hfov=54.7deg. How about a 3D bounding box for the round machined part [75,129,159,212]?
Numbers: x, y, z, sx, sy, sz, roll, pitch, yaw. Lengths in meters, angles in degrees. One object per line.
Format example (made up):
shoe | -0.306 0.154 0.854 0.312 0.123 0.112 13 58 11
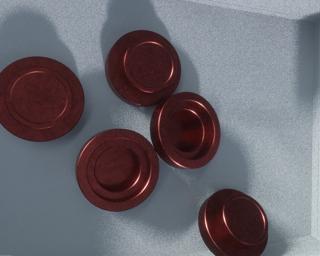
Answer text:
round machined part | -0.054 0.049 0.382 0.099 0.042 0.097 0 90 -21

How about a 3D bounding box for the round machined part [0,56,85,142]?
round machined part | -0.136 -0.033 0.352 0.099 0.042 0.097 0 90 -21

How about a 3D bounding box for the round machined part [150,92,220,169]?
round machined part | 0.029 0.005 0.405 0.099 0.042 0.097 5 80 -32

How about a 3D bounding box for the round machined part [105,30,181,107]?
round machined part | -0.017 -0.077 0.396 0.099 0.042 0.097 0 90 -21

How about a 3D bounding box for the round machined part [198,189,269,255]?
round machined part | 0.105 0.128 0.418 0.099 0.042 0.098 12 54 -17
